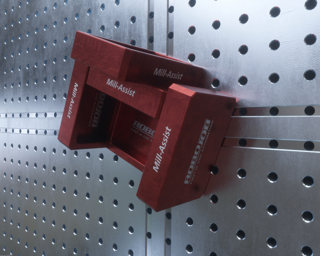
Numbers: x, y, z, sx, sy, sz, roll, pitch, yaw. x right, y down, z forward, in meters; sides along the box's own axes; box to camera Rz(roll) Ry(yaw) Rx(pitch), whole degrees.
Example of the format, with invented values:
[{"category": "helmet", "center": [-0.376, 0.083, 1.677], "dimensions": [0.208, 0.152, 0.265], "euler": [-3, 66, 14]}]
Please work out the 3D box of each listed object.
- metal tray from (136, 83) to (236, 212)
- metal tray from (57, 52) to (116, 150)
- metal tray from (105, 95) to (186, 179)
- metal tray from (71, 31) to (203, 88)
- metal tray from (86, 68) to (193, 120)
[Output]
[{"category": "metal tray", "center": [0.031, 0.021, 0.342], "dimensions": [0.030, 0.091, 0.129], "euler": [27, 107, 37]}, {"category": "metal tray", "center": [-0.085, -0.036, 0.438], "dimensions": [0.030, 0.091, 0.129], "euler": [27, 107, 36]}, {"category": "metal tray", "center": [-0.013, 0.010, 0.417], "dimensions": [0.130, 0.030, 0.089], "euler": [28, 107, 36]}, {"category": "metal tray", "center": [-0.022, -0.075, 0.360], "dimensions": [0.090, 0.131, 0.030], "euler": [28, 108, 36]}, {"category": "metal tray", "center": [-0.015, -0.046, 0.380], "dimensions": [0.130, 0.091, 0.030], "euler": [28, 108, 36]}]
